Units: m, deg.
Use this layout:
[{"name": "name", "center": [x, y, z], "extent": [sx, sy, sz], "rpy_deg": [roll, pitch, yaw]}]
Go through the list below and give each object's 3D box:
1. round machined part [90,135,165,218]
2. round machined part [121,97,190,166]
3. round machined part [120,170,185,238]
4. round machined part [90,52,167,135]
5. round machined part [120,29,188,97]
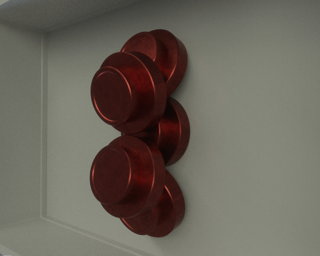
[{"name": "round machined part", "center": [-0.045, 0.055, 0.364], "extent": [0.098, 0.042, 0.098], "rpy_deg": [-11, 72, 37]}, {"name": "round machined part", "center": [-0.013, 0.004, 0.405], "extent": [0.098, 0.042, 0.097], "rpy_deg": [-1, 88, 40]}, {"name": "round machined part", "center": [-0.020, 0.095, 0.393], "extent": [0.098, 0.042, 0.097], "rpy_deg": [15, 114, 36]}, {"name": "round machined part", "center": [-0.044, -0.039, 0.363], "extent": [0.098, 0.042, 0.097], "rpy_deg": [12, 110, 37]}, {"name": "round machined part", "center": [-0.017, -0.082, 0.394], "extent": [0.098, 0.042, 0.098], "rpy_deg": [-15, 65, 35]}]
